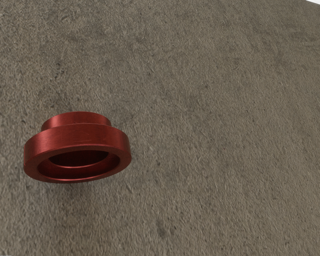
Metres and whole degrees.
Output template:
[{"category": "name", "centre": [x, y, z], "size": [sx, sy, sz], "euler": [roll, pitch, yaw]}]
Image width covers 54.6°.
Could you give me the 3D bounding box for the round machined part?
[{"category": "round machined part", "centre": [-0.080, 0.018, 0.303], "size": [0.099, 0.098, 0.042], "euler": [2, 61, -27]}]
